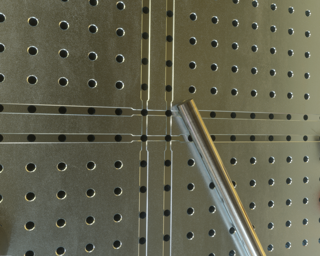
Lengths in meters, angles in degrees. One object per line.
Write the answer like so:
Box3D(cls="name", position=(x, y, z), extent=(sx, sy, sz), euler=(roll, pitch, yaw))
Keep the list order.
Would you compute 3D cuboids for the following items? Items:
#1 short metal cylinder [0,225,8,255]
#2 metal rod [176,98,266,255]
Box3D(cls="short metal cylinder", position=(-0.206, 0.137, 0.324), extent=(0.081, 0.050, 0.080), euler=(0, 90, -20))
Box3D(cls="metal rod", position=(0.099, 0.097, 0.449), extent=(0.025, 0.025, 0.299), euler=(-29, 100, -18))
